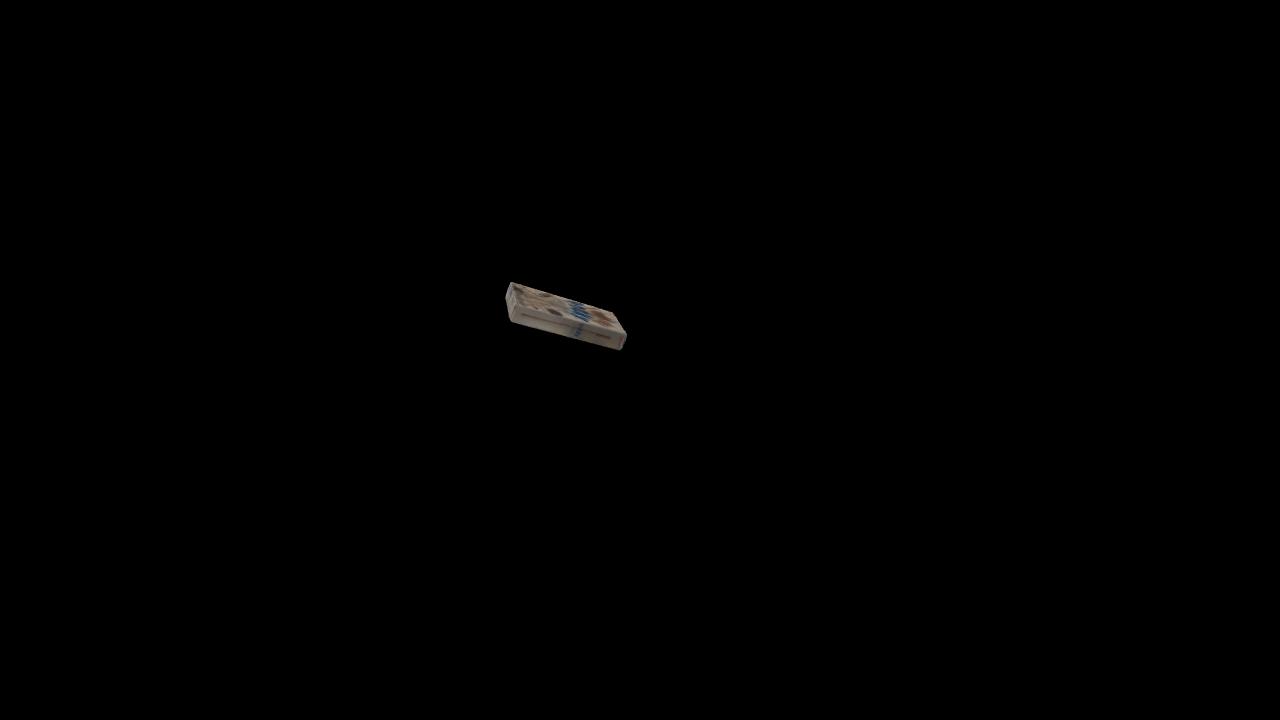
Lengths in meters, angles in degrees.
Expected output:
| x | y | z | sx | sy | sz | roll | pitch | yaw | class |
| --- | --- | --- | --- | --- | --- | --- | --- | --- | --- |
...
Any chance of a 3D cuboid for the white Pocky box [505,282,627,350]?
| x | y | z | sx | sy | sz | roll | pitch | yaw | class |
| --- | --- | --- | --- | --- | --- | --- | --- | --- | --- |
| -0.099 | -0.057 | 0.816 | 0.154 | 0.028 | 0.084 | 15 | 21 | -24 | white Pocky box |
